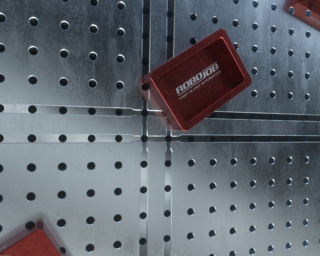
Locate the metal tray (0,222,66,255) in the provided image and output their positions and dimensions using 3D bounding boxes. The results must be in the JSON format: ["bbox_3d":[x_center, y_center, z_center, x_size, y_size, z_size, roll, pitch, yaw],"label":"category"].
[{"bbox_3d":[-0.169,0.181,0.348,0.131,0.030,0.090,-32,101,-17],"label":"metal tray"}]

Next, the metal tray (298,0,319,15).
[{"bbox_3d":[0.300,-0.228,0.519,0.131,0.030,0.090,20,83,-19],"label":"metal tray"}]

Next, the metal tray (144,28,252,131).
[{"bbox_3d":[0.055,-0.066,0.429,0.131,0.030,0.090,-35,102,-17],"label":"metal tray"}]
